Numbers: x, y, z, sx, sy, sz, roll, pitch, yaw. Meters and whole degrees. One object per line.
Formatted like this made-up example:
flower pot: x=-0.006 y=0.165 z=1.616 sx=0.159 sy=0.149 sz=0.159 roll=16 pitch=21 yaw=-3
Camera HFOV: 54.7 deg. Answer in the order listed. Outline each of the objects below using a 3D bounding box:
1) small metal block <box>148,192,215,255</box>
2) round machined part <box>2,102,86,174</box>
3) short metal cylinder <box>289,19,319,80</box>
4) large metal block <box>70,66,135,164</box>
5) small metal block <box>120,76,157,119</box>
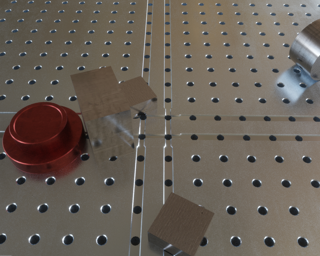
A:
small metal block: x=0.022 y=0.103 z=0.322 sx=0.050 sy=0.025 sz=0.050 roll=23 pitch=54 yaw=18
round machined part: x=-0.147 y=0.005 z=0.390 sx=0.099 sy=0.042 sz=0.098 roll=0 pitch=50 yaw=0
short metal cylinder: x=0.250 y=-0.120 z=0.476 sx=0.081 sy=0.080 sz=0.050 roll=-18 pitch=53 yaw=-15
large metal block: x=-0.070 y=-0.016 z=0.385 sx=0.050 sy=0.080 sz=0.080 roll=-17 pitch=52 yaw=-14
small metal block: x=-0.038 y=-0.043 z=0.443 sx=0.050 sy=0.025 sz=0.050 roll=-23 pitch=54 yaw=-18
